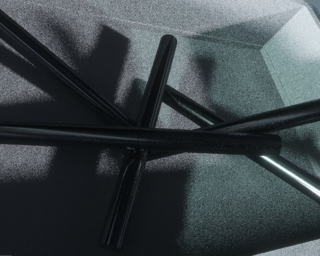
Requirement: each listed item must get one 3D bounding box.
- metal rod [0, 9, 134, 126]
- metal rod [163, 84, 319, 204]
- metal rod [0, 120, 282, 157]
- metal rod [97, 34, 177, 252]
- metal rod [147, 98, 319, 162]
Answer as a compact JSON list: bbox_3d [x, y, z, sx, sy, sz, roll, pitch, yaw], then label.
[{"bbox_3d":[-0.147,-0.091,0.351,0.300,0.025,0.025,40,50,-13],"label":"metal rod"},{"bbox_3d":[0.114,0.026,0.375,0.300,0.025,0.025,35,46,27],"label":"metal rod"},{"bbox_3d":[-0.020,0.012,0.330,0.302,0.025,0.025,3,59,-6],"label":"metal rod"},{"bbox_3d":[-0.017,-0.008,0.375,0.025,0.025,0.300,24,55,-14],"label":"metal rod"},{"bbox_3d":[0.122,-0.006,0.358,0.301,0.025,0.025,-14,63,9],"label":"metal rod"}]
